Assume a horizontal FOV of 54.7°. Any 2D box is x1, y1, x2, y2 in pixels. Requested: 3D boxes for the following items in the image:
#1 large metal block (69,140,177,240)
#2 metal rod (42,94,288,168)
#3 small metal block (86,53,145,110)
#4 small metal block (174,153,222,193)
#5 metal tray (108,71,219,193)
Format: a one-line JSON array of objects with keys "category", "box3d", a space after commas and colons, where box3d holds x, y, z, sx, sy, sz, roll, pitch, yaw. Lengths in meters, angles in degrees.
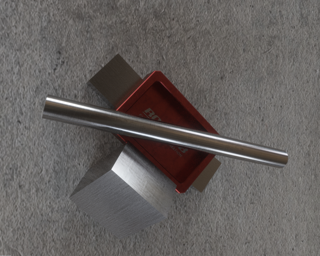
[{"category": "large metal block", "box3d": [-0.042, 0.074, 0.357, 0.080, 0.080, 0.050, 45, 34, -15]}, {"category": "metal rod", "box3d": [0.023, 0.010, 0.361, 0.302, 0.025, 0.025, 13, 86, -20]}, {"category": "small metal block", "box3d": [-0.055, -0.056, 0.390, 0.050, 0.025, 0.050, 47, 75, -15]}, {"category": "small metal block", "box3d": [0.048, 0.053, 0.429, 0.050, 0.025, 0.050, 40, 77, -16]}, {"category": "metal tray", "box3d": [0.007, 0.006, 0.384, 0.130, 0.030, 0.090, 46, 76, -15]}]
